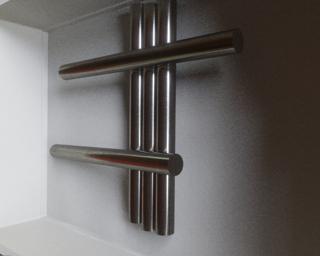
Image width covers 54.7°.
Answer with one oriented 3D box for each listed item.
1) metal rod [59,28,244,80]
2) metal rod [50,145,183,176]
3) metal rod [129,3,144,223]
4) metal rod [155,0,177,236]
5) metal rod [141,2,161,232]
[{"bbox_3d":[-0.037,-0.088,0.403,0.300,0.025,0.025,1,91,40],"label":"metal rod"},{"bbox_3d":[-0.085,0.041,0.452,0.300,0.025,0.025,0,90,47],"label":"metal rod"},{"bbox_3d":[-0.030,-0.020,0.431,0.025,0.025,0.298,1,91,40],"label":"metal rod"},{"bbox_3d":[0.008,-0.014,0.398,0.025,0.025,0.298,1,91,40],"label":"metal rod"},{"bbox_3d":[-0.011,-0.014,0.415,0.025,0.025,0.298,1,91,40],"label":"metal rod"}]
